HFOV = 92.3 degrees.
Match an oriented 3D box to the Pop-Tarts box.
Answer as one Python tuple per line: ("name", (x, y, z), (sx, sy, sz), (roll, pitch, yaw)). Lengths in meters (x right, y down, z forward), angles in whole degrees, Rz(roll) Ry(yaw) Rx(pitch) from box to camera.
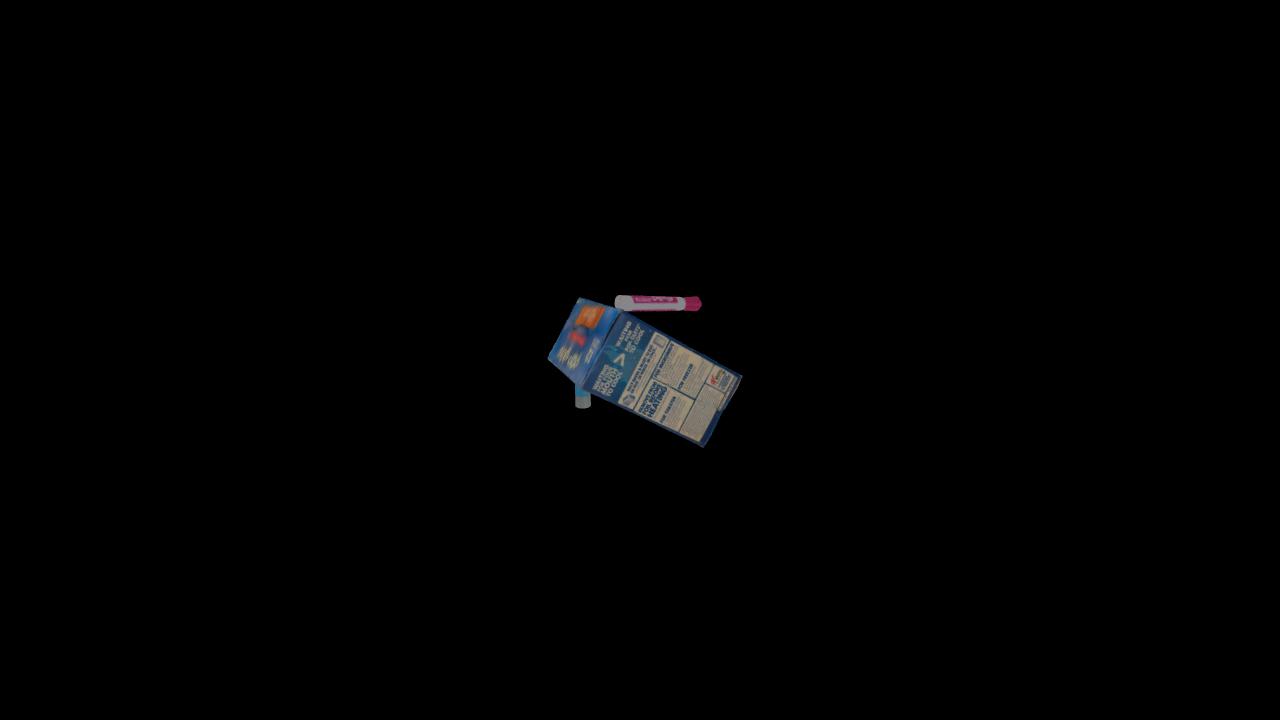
("Pop-Tarts box", (-0.003, 0.006, 0.635), (0.141, 0.083, 0.167), (27, 0, -20))

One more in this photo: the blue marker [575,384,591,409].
("blue marker", (-0.067, -0.003, 0.716), (0.020, 0.121, 0.020), (1, 18, 0))

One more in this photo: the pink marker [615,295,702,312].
("pink marker", (0.025, -0.067, 0.732), (0.121, 0.020, 0.020), (-3, 2, -35))
